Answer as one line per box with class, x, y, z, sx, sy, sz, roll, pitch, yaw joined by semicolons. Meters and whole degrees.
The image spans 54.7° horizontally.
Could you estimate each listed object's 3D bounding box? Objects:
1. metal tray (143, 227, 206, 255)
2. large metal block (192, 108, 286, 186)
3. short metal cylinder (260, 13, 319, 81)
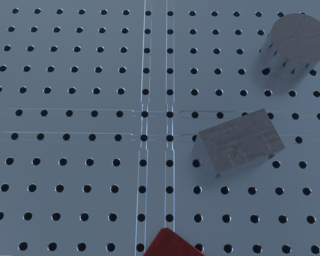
metal tray;0.031;0.176;0.313;0.130;0.030;0.090;34;73;11
large metal block;0.089;0.026;0.373;0.080;0.080;0.050;-20;71;-7
short metal cylinder;0.190;-0.114;0.441;0.081;0.050;0.080;0;70;0
